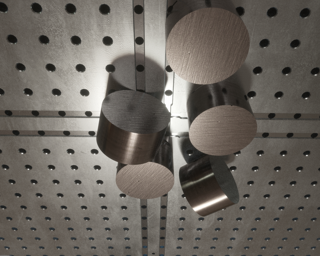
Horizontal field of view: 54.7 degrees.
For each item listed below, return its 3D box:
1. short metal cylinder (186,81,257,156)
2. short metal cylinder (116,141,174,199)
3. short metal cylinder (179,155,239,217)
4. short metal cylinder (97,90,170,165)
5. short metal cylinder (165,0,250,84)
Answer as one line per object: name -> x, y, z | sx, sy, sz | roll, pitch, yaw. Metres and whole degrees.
short metal cylinder -> 0.075, -0.011, 0.387 | 0.081, 0.050, 0.079 | 0, 130, 0
short metal cylinder -> -0.021, 0.057, 0.444 | 0.081, 0.050, 0.079 | 0, 130, 0
short metal cylinder -> 0.071, 0.080, 0.445 | 0.050, 0.080, 0.080 | -30, 124, 23
short metal cylinder -> -0.033, -0.002, 0.373 | 0.081, 0.080, 0.050 | 11, 129, -10
short metal cylinder -> 0.046, -0.092, 0.318 | 0.081, 0.050, 0.079 | -1, 130, 0
